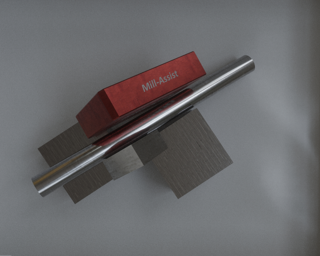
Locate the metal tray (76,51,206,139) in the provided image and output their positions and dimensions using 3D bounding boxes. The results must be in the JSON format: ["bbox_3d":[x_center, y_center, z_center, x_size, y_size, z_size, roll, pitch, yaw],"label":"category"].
[{"bbox_3d":[-0.021,-0.037,0.350,0.131,0.090,0.030,-30,92,-32],"label":"metal tray"}]

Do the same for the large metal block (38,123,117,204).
[{"bbox_3d":[-0.090,0.036,0.394,0.080,0.050,0.080,-34,90,0],"label":"large metal block"}]

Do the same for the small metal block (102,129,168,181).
[{"bbox_3d":[-0.027,0.030,0.349,0.050,0.050,0.025,-30,90,36],"label":"small metal block"}]

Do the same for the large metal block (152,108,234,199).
[{"bbox_3d":[0.033,0.031,0.398,0.080,0.050,0.080,-34,90,0],"label":"large metal block"}]

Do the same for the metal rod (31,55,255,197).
[{"bbox_3d":[-0.007,-0.011,0.373,0.302,0.025,0.025,-31,90,-16],"label":"metal rod"}]
